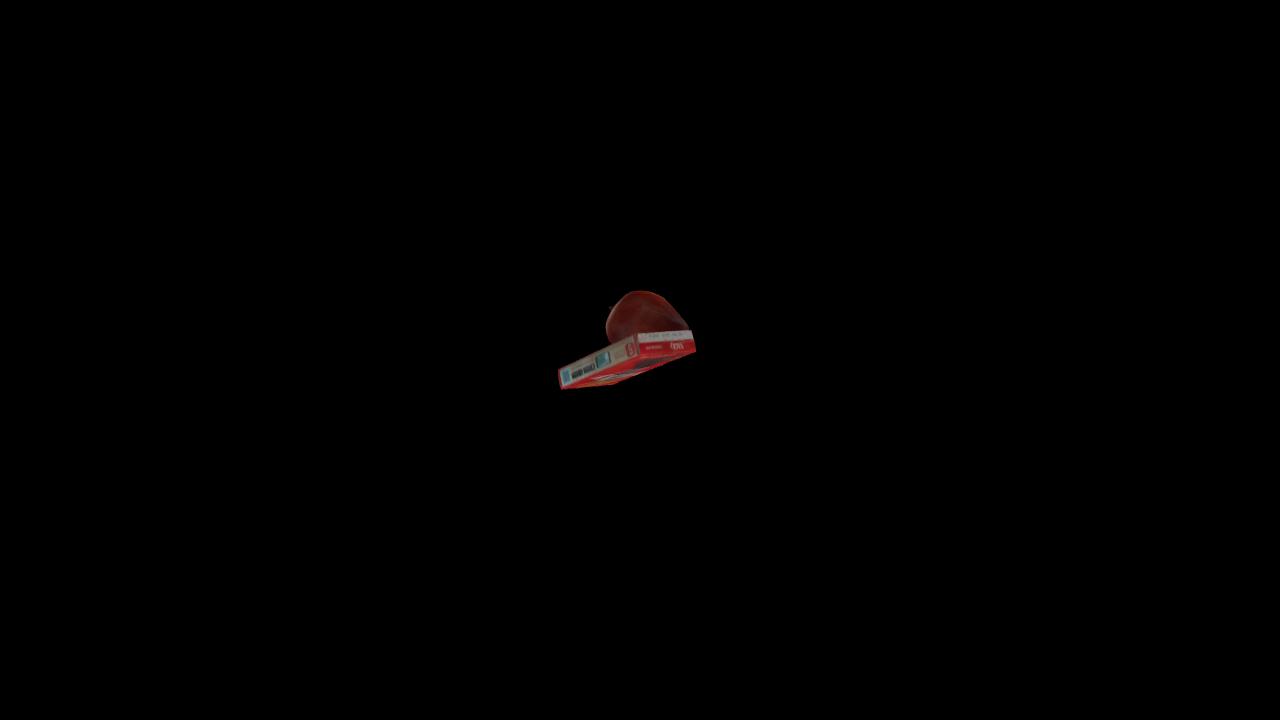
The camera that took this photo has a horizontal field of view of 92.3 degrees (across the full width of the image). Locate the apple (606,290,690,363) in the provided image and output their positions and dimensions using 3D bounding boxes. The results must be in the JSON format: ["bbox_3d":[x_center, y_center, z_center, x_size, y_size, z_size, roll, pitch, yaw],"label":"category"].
[{"bbox_3d":[0.006,-0.035,0.678,0.093,0.079,0.079,28,3,5],"label":"apple"}]

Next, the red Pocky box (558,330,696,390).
[{"bbox_3d":[-0.018,0.002,0.687,0.083,0.028,0.155,-6,-11,-40],"label":"red Pocky box"}]
